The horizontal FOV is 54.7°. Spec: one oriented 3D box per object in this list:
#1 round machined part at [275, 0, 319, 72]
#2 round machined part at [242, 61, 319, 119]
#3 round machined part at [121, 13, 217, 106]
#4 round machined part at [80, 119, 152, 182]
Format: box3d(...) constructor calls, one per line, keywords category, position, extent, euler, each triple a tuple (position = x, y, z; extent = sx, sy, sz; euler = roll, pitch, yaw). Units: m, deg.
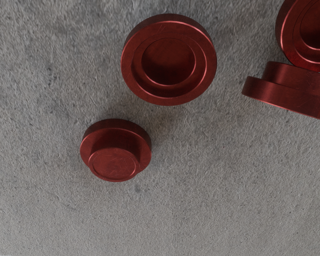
box3d(category="round machined part", position=(0.164, -0.108, 0.305), extent=(0.099, 0.042, 0.097), euler=(0, 130, 0))
box3d(category="round machined part", position=(0.142, -0.042, 0.332), extent=(0.099, 0.098, 0.042), euler=(14, 102, -12))
box3d(category="round machined part", position=(0.009, -0.075, 0.332), extent=(0.099, 0.042, 0.097), euler=(0, 130, 0))
box3d(category="round machined part", position=(-0.061, 0.038, 0.427), extent=(0.099, 0.042, 0.097), euler=(0, 130, 0))
